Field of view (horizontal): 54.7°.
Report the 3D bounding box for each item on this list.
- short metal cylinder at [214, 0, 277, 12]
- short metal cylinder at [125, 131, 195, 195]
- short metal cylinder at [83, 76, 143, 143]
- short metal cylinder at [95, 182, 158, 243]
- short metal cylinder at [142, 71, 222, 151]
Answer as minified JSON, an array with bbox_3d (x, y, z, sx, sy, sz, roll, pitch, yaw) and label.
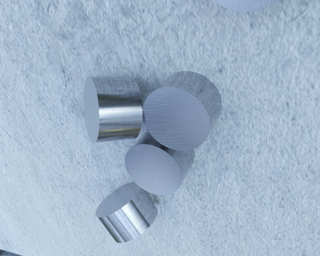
[{"bbox_3d":[0.078,-0.144,0.260,0.080,0.050,0.079,13,124,20],"label":"short metal cylinder"},{"bbox_3d":[0.000,0.043,0.416,0.080,0.050,0.079,13,124,20],"label":"short metal cylinder"},{"bbox_3d":[-0.060,-0.023,0.380,0.080,0.050,0.079,175,90,-65],"label":"short metal cylinder"},{"bbox_3d":[-0.051,0.127,0.475,0.080,0.080,0.050,-22,107,36],"label":"short metal cylinder"},{"bbox_3d":[0.027,-0.020,0.363,0.080,0.050,0.079,13,124,20],"label":"short metal cylinder"}]
